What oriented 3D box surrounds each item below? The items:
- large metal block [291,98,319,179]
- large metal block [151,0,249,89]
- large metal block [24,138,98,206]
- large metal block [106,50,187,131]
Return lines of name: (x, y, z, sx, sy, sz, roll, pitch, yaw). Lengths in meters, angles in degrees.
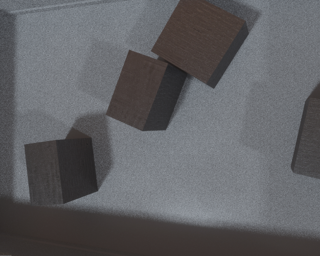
large metal block: (0.192, 0.016, 0.329, 0.080, 0.050, 0.080, 12, 94, 19)
large metal block: (0.050, -0.105, 0.380, 0.080, 0.050, 0.080, 34, 101, 16)
large metal block: (-0.134, 0.057, 0.428, 0.050, 0.080, 0.080, -8, 87, 20)
large metal block: (-0.014, -0.043, 0.386, 0.050, 0.080, 0.080, 24, 98, 18)
